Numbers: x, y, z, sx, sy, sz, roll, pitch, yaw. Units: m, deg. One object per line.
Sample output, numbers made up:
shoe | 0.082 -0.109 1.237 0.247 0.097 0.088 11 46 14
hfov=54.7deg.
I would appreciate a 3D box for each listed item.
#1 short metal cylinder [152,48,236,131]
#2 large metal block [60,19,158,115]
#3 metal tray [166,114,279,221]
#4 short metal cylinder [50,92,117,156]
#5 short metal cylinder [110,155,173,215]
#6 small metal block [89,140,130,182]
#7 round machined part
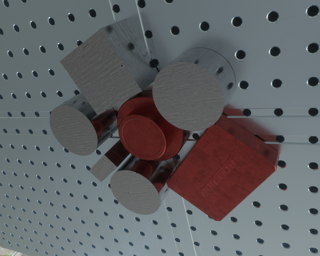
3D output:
short metal cylinder | 0.039 -0.043 0.347 0.080 0.050 0.079 13 124 21
large metal block | -0.061 -0.073 0.382 0.080 0.050 0.080 -23 106 36
metal tray | 0.076 0.055 0.401 0.090 0.030 0.129 35 129 5
short metal cylinder | -0.110 -0.007 0.448 0.080 0.050 0.079 13 124 21
short metal cylinder | -0.026 0.080 0.458 0.080 0.050 0.079 13 124 21
small metal block | -0.071 0.047 0.460 0.025 0.050 0.050 45 129 -3
round machined part | -0.015 0.004 0.410 0.098 0.042 0.097 13 124 21
